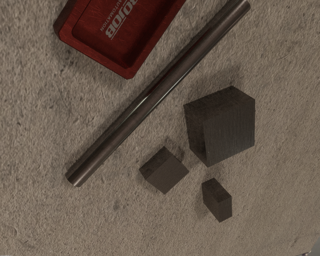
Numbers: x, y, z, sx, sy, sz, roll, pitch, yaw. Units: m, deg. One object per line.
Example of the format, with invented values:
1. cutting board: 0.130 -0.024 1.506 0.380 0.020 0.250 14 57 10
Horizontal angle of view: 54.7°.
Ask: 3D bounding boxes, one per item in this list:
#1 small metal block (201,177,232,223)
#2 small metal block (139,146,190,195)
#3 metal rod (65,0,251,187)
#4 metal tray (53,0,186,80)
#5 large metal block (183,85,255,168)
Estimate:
1. small metal block: 0.095 0.121 0.520 0.025 0.050 0.050 -22 127 -16
2. small metal block: 0.007 0.062 0.451 0.050 0.025 0.050 -43 130 1
3. metal rod: -0.005 -0.043 0.379 0.300 0.025 0.025 -46 130 4
4. metal tray: -0.032 -0.125 0.309 0.090 0.030 0.130 28 103 -38
5. large metal block: 0.085 -0.003 0.438 0.081 0.050 0.080 -23 127 -15
